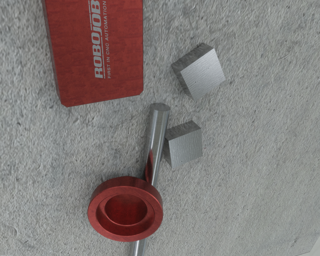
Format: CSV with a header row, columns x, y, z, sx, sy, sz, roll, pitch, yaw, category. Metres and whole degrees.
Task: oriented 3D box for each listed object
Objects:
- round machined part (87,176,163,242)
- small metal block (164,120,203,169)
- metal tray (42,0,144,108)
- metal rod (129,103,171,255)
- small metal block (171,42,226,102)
x,y,z,sx,sy,sz,roll,pitch,yaw,category
-0.045,0.105,0.422,0.099,0.042,0.097,-1,118,-1,round machined part
0.032,0.023,0.440,0.050,0.025,0.050,-20,127,-17,small metal block
-0.064,-0.091,0.313,0.091,0.030,0.129,-13,124,-22,metal tray
-0.021,0.104,0.461,0.025,0.025,0.298,-5,121,-26,metal rod
0.049,-0.070,0.392,0.050,0.025,0.050,-36,130,-5,small metal block
